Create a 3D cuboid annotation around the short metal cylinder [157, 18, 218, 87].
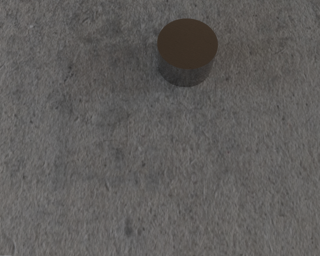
[{"bbox_3d":[0.036,-0.104,0.433,0.081,0.050,0.080,0,70,0],"label":"short metal cylinder"}]
